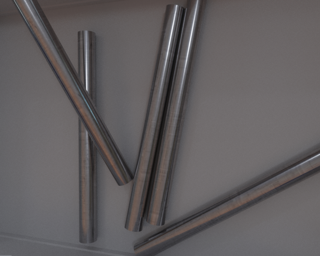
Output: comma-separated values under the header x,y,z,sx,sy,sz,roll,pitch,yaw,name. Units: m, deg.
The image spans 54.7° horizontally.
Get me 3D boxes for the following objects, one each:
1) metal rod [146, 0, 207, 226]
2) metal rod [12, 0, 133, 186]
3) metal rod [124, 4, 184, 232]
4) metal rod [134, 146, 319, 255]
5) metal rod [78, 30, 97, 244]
x,y,z,sx,sy,sz,roll,pitch,yaw,name
0.021,-0.022,0.402,0.025,0.025,0.298,12,94,19,metal rod
-0.111,-0.056,0.386,0.025,0.025,0.299,-21,107,18,metal rod
-0.008,-0.010,0.412,0.025,0.025,0.298,12,94,19,metal rod
0.094,0.090,0.377,0.300,0.025,0.025,-33,80,16,metal rod
-0.104,0.012,0.445,0.025,0.025,0.298,-1,90,19,metal rod
